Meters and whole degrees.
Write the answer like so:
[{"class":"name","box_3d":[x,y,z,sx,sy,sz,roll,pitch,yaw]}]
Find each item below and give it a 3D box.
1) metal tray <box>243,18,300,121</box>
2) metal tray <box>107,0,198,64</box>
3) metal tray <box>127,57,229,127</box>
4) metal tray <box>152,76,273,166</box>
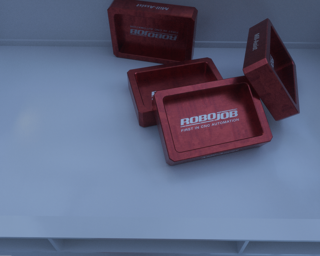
[{"class":"metal tray","box_3d":[0.154,-0.083,0.423,0.030,0.090,0.130,-24,28,35]},{"class":"metal tray","box_3d":[-0.011,-0.148,0.486,0.131,0.090,0.030,10,51,8]},{"class":"metal tray","box_3d":[0.025,-0.055,0.447,0.131,0.030,0.090,-11,51,-9]},{"class":"metal tray","box_3d":[0.063,-0.011,0.388,0.131,0.030,0.090,-11,75,-10]}]
